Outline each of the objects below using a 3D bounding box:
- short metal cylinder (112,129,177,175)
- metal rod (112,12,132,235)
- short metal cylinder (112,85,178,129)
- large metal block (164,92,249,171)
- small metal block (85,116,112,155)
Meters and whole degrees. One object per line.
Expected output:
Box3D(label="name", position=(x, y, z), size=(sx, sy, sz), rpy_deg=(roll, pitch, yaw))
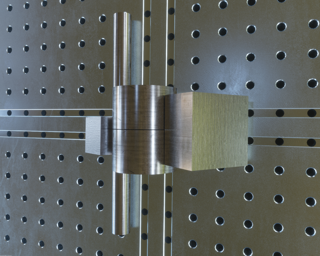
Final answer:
Box3D(label="short metal cylinder", position=(-0.019, 0.027, 0.385), size=(0.080, 0.080, 0.050), rpy_deg=(1, 90, 20))
Box3D(label="metal rod", position=(-0.052, -0.006, 0.426), size=(0.025, 0.025, 0.298), rpy_deg=(0, 90, 20))
Box3D(label="short metal cylinder", position=(-0.019, -0.024, 0.385), size=(0.080, 0.080, 0.050), rpy_deg=(1, 90, 20))
Box3D(label="large metal block", position=(0.053, 0.003, 0.353), size=(0.050, 0.081, 0.079), rpy_deg=(2, 92, 58))
Box3D(label="small metal block", position=(-0.081, 0.010, 0.425), size=(0.050, 0.025, 0.050), rpy_deg=(0, 89, 54))
